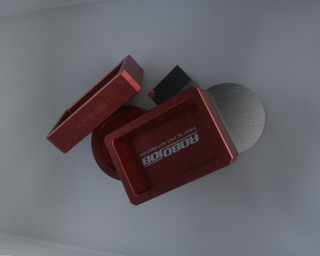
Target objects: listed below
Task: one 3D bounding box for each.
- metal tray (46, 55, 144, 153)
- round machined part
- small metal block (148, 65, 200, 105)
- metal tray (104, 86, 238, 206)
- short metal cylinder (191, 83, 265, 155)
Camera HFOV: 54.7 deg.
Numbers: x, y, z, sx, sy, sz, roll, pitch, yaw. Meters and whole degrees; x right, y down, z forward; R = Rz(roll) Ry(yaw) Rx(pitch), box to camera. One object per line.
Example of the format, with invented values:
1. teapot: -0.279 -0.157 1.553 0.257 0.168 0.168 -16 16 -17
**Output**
1. metal tray: -0.080 -0.033 0.400 0.130 0.090 0.030 -38 110 15
2. round machined part: -0.038 0.019 0.413 0.098 0.042 0.097 0 90 19
3. small metal block: 0.019 -0.048 0.388 0.050 0.050 0.025 -44 77 13
4. metal tray: 0.009 0.022 0.352 0.130 0.030 0.090 -28 80 22
5. short metal cylinder: 0.082 -0.010 0.366 0.080 0.050 0.079 0 90 19
